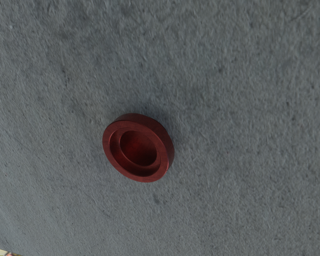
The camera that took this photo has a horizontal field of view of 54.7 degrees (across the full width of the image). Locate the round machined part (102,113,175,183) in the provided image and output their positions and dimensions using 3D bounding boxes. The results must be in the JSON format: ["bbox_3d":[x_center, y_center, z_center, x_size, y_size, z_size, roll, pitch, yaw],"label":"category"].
[{"bbox_3d":[-0.025,0.023,0.422,0.098,0.042,0.097,13,124,20],"label":"round machined part"}]
